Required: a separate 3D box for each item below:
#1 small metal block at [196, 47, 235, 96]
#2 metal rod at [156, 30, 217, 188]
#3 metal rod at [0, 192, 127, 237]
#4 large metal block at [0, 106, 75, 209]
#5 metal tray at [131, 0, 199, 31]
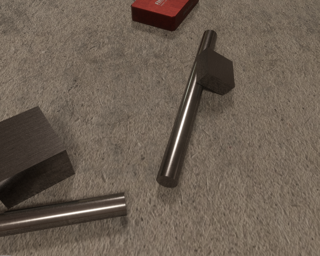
[{"bbox_3d":[0.081,-0.083,0.454,0.050,0.025,0.050,22,54,-27],"label":"small metal block"},{"bbox_3d":[0.047,-0.049,0.445,0.025,0.025,0.300,12,51,9],"label":"metal rod"},{"bbox_3d":[-0.186,0.102,0.315,0.302,0.025,0.025,-8,51,-7],"label":"metal rod"},{"bbox_3d":[-0.158,0.031,0.359,0.081,0.050,0.080,-28,56,-22],"label":"large metal block"},{"bbox_3d":[0.013,-0.245,0.606,0.090,0.030,0.130,21,53,16],"label":"metal tray"}]
